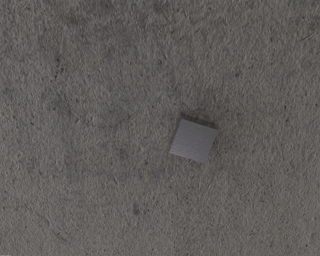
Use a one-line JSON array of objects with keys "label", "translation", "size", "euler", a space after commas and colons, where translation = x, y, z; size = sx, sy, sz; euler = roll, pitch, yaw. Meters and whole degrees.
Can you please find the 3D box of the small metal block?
[{"label": "small metal block", "translation": [0.044, 0.013, 0.415], "size": [0.050, 0.025, 0.050], "euler": [17, 109, -7]}]
